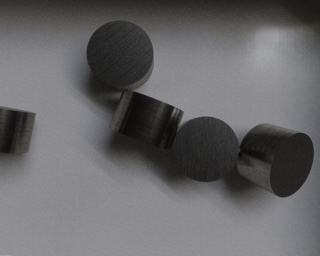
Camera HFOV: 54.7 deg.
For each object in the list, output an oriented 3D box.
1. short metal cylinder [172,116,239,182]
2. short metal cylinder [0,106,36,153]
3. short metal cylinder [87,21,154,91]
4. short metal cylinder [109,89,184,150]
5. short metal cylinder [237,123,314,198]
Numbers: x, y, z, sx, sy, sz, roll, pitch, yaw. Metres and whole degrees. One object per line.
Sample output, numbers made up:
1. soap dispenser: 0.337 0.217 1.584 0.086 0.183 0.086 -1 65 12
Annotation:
1. short metal cylinder: 0.056 0.026 0.400 0.081 0.050 0.079 0 90 -1
2. short metal cylinder: -0.200 -0.001 0.381 0.080 0.080 0.050 11 90 -1
3. short metal cylinder: -0.048 -0.090 0.398 0.081 0.050 0.079 0 90 -1
4. short metal cylinder: -0.017 -0.010 0.384 0.080 0.080 0.050 21 90 -1
5. short metal cylinder: 0.142 0.038 0.383 0.081 0.050 0.079 -10 109 -31
